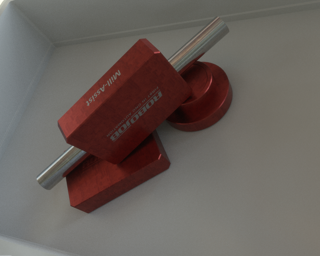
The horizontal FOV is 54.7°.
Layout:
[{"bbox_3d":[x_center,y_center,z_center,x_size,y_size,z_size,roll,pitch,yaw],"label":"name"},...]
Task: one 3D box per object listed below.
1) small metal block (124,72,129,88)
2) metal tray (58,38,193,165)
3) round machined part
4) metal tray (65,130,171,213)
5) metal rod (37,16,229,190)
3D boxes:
[{"bbox_3d":[-0.029,-0.050,0.432,0.025,0.050,0.050,-38,51,2],"label":"small metal block"},{"bbox_3d":[-0.035,-0.023,0.345,0.130,0.090,0.030,-44,54,6],"label":"metal tray"},{"bbox_3d":[0.040,-0.048,0.400,0.098,0.042,0.098,-13,56,20],"label":"round machined part"},{"bbox_3d":[-0.061,0.041,0.406,0.130,0.030,0.090,-30,52,8],"label":"metal tray"},{"bbox_3d":[-0.037,-0.028,0.388,0.300,0.025,0.025,-41,51,5],"label":"metal rod"}]
